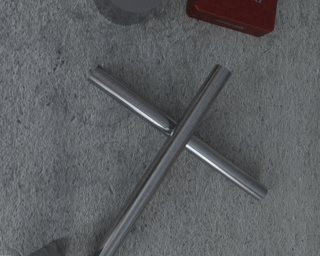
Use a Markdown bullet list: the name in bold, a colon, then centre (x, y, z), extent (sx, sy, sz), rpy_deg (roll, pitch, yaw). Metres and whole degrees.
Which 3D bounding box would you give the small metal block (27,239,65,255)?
- **small metal block**: centre (-0.134, 0.158, 0.347), extent (0.050, 0.050, 0.025), rpy_deg (-27, 100, -18)

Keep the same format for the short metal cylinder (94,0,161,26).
- **short metal cylinder**: centre (-0.039, -0.174, 0.382), extent (0.081, 0.050, 0.079), rpy_deg (0, 90, -21)

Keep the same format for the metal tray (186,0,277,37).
- **metal tray**: centre (0.107, -0.193, 0.447), extent (0.131, 0.030, 0.089), rpy_deg (8, 87, -20)

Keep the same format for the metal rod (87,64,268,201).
- **metal rod**: centre (0.035, 0.015, 0.423), extent (0.301, 0.025, 0.025), rpy_deg (35, 79, -17)

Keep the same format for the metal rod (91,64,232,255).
- **metal rod**: centre (0.000, 0.050, 0.389), extent (0.025, 0.025, 0.299), rpy_deg (34, 86, -17)
